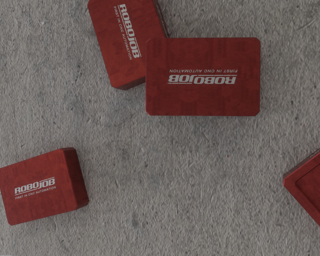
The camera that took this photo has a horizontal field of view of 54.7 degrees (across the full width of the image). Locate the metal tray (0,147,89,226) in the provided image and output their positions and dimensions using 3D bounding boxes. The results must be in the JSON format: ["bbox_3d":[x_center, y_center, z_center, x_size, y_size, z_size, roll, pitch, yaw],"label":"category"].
[{"bbox_3d":[-0.180,0.089,0.470,0.130,0.030,0.090,-18,84,19],"label":"metal tray"}]

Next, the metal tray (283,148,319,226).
[{"bbox_3d":[0.212,0.051,0.331,0.130,0.030,0.090,-42,77,15],"label":"metal tray"}]

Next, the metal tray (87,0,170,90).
[{"bbox_3d":[-0.038,-0.127,0.420,0.090,0.030,0.129,-19,84,19],"label":"metal tray"}]

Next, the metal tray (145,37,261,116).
[{"bbox_3d":[0.049,-0.059,0.369,0.131,0.030,0.089,1,91,3],"label":"metal tray"}]
